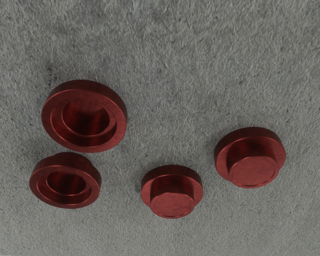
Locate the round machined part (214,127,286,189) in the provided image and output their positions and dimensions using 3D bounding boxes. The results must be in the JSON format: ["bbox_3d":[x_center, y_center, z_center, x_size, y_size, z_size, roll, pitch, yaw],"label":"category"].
[{"bbox_3d":[0.128,0.049,0.439,0.099,0.042,0.097,0,130,0],"label":"round machined part"}]

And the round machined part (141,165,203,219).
[{"bbox_3d":[0.019,0.106,0.486,0.099,0.042,0.097,0,130,0],"label":"round machined part"}]

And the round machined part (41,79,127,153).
[{"bbox_3d":[-0.089,-0.018,0.380,0.099,0.042,0.097,0,130,0],"label":"round machined part"}]

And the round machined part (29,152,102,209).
[{"bbox_3d":[-0.135,0.073,0.457,0.099,0.042,0.097,0,130,0],"label":"round machined part"}]
